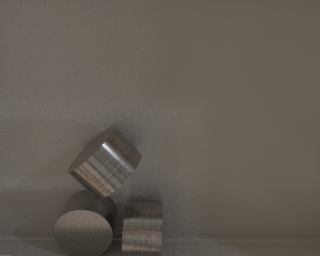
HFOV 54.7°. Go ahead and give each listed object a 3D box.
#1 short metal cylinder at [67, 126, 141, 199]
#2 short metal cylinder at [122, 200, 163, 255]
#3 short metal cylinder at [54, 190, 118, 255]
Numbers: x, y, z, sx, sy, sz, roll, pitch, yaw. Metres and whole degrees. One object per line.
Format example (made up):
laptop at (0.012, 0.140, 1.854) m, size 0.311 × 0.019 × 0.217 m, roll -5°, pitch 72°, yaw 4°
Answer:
short metal cylinder at (-0.071, 0.044, 0.397) m, size 0.080 × 0.080 × 0.050 m, roll -39°, pitch 106°, yaw 13°
short metal cylinder at (-0.023, 0.143, 0.434) m, size 0.050 × 0.080 × 0.079 m, roll 2°, pitch 110°, yaw -1°
short metal cylinder at (-0.105, 0.137, 0.447) m, size 0.081 × 0.050 × 0.079 m, roll 0°, pitch 110°, yaw 0°
